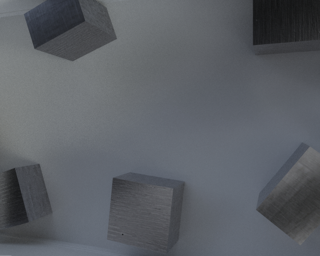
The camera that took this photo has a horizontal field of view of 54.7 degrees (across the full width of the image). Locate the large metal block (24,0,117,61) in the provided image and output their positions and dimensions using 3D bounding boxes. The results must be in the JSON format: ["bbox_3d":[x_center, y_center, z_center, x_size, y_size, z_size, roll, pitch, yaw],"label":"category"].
[{"bbox_3d":[-0.119,-0.138,0.423,0.080,0.080,0.050,-21,83,19],"label":"large metal block"}]

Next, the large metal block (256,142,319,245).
[{"bbox_3d":[0.150,0.064,0.328,0.050,0.080,0.080,39,102,16],"label":"large metal block"}]

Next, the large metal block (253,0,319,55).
[{"bbox_3d":[0.147,-0.129,0.345,0.080,0.050,0.080,0,90,20],"label":"large metal block"}]

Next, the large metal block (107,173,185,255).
[{"bbox_3d":[-0.017,0.107,0.403,0.080,0.050,0.079,6,92,20],"label":"large metal block"}]

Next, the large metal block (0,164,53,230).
[{"bbox_3d":[-0.224,0.107,0.476,0.080,0.050,0.080,-19,84,19],"label":"large metal block"}]
